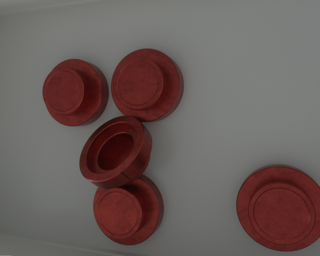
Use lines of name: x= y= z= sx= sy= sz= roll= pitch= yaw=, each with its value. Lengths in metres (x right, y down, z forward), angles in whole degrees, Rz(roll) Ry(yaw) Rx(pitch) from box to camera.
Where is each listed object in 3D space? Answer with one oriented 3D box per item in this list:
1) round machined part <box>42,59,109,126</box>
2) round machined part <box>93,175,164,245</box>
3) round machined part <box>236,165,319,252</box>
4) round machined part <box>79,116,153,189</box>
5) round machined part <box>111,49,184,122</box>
round machined part: x=-0.127 y=-0.051 z=0.445 sx=0.098 sy=0.042 sz=0.097 roll=0 pitch=90 yaw=19
round machined part: x=-0.048 y=0.110 z=0.417 sx=0.098 sy=0.042 sz=0.097 roll=0 pitch=90 yaw=19
round machined part: x=0.137 y=0.093 z=0.353 sx=0.098 sy=0.042 sz=0.097 roll=0 pitch=90 yaw=19
round machined part: x=-0.052 y=0.035 z=0.402 sx=0.098 sy=0.042 sz=0.098 roll=-19 pitch=46 yaw=21
round machined part: x=-0.021 y=-0.056 z=0.408 sx=0.098 sy=0.042 sz=0.097 roll=0 pitch=90 yaw=19
